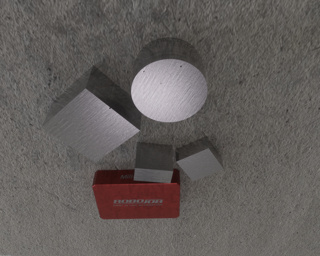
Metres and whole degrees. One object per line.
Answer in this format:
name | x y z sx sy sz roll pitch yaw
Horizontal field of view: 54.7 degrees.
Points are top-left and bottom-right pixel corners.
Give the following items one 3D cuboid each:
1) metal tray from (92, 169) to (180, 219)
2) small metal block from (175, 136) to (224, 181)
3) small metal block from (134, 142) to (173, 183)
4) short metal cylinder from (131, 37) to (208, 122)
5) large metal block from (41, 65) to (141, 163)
metal tray | -0.034 0.107 0.495 0.131 0.030 0.089 -1 130 0
small metal block | 0.057 0.045 0.446 0.050 0.025 0.050 -25 126 20
small metal block | -0.009 0.048 0.431 0.050 0.050 0.025 6 130 -5
short metal cylinder | 0.010 -0.053 0.346 0.081 0.050 0.079 0 130 0
large metal block | -0.080 -0.015 0.377 0.080 0.050 0.080 -35 122 26
